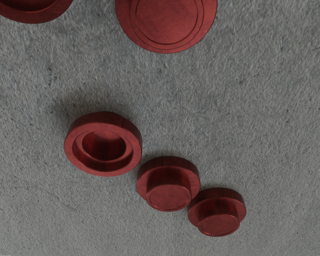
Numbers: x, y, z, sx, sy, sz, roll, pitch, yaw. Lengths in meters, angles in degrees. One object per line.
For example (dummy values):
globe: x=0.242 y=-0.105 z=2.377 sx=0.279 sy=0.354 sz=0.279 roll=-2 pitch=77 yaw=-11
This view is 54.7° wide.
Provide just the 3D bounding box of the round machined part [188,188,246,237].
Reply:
round machined part: x=0.096 y=0.148 z=0.522 sx=0.099 sy=0.042 sz=0.097 roll=0 pitch=130 yaw=0

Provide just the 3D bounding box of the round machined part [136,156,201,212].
round machined part: x=0.013 y=0.092 z=0.474 sx=0.099 sy=0.042 sz=0.097 roll=0 pitch=130 yaw=0

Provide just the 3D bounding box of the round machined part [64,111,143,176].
round machined part: x=-0.072 y=0.017 z=0.409 sx=0.099 sy=0.042 sz=0.097 roll=0 pitch=130 yaw=0

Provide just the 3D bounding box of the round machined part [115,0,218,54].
round machined part: x=0.006 y=-0.115 z=0.298 sx=0.099 sy=0.042 sz=0.097 roll=0 pitch=130 yaw=0

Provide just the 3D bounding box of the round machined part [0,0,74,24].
round machined part: x=-0.117 y=-0.146 z=0.270 sx=0.099 sy=0.042 sz=0.097 roll=0 pitch=130 yaw=0
